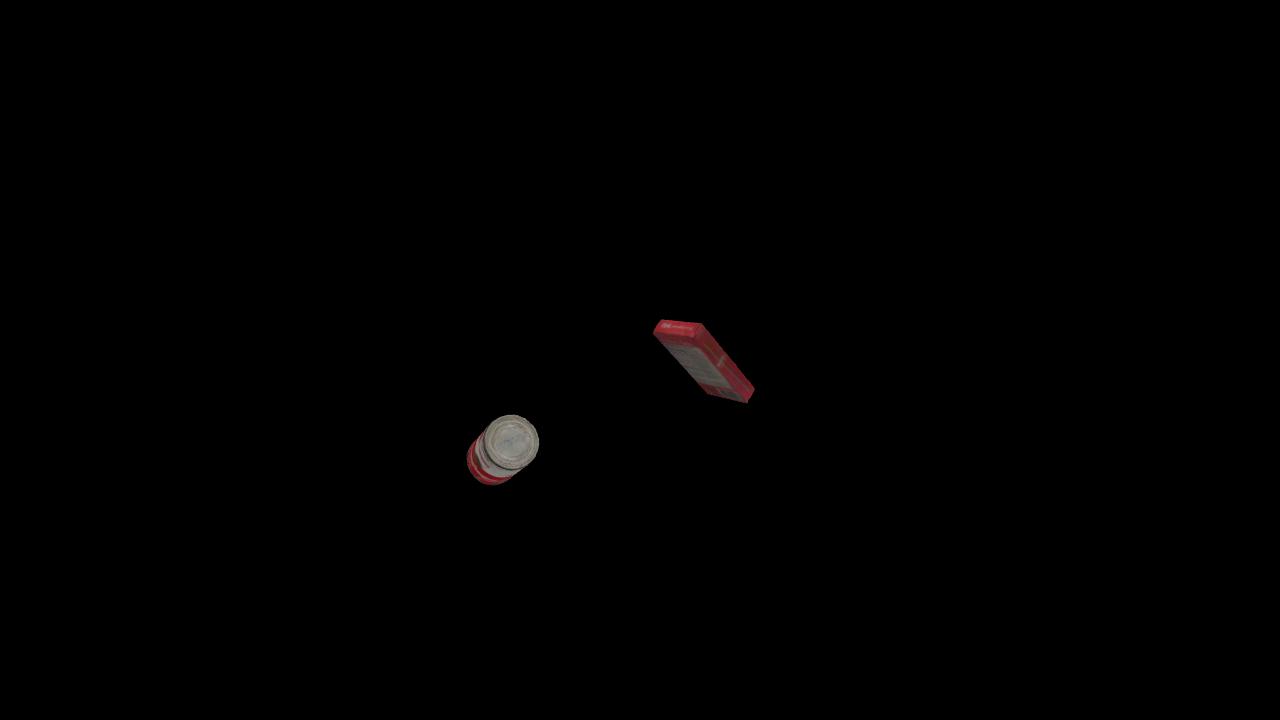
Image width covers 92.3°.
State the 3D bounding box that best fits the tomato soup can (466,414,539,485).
[{"bbox_3d":[-0.168,0.112,0.754,0.068,0.068,0.101,0,-20,-27],"label":"tomato soup can"}]

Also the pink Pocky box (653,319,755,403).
[{"bbox_3d":[0.093,0.002,0.879,0.084,0.029,0.155,10,-29,51],"label":"pink Pocky box"}]
